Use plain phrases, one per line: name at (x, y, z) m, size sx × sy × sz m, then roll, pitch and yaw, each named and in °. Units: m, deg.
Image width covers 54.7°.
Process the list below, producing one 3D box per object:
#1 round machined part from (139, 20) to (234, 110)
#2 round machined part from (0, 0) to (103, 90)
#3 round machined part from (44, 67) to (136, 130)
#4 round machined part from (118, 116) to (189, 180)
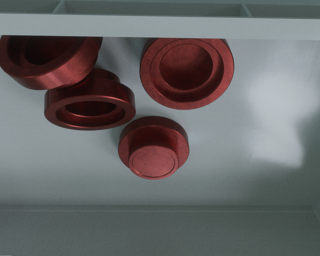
round machined part at (0.028, -0.071, 0.338) m, size 0.099 × 0.042 × 0.097 m, roll -1°, pitch 130°, yaw 0°
round machined part at (-0.100, -0.077, 0.299) m, size 0.098 × 0.098 × 0.042 m, roll -13°, pitch 151°, yaw 10°
round machined part at (-0.078, -0.033, 0.350) m, size 0.099 × 0.042 × 0.098 m, roll -6°, pitch 160°, yaw -2°
round machined part at (-0.008, 0.034, 0.427) m, size 0.099 × 0.042 × 0.097 m, roll -1°, pitch 130°, yaw 0°
